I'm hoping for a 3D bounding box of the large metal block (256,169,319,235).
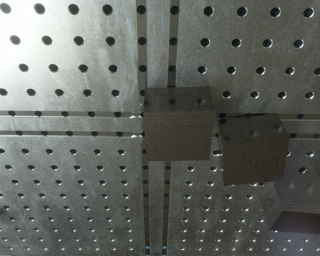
[{"bbox_3d":[0.202,0.109,0.470,0.080,0.080,0.050,7,130,-6],"label":"large metal block"}]

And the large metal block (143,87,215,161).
[{"bbox_3d":[0.022,-0.004,0.392,0.080,0.050,0.080,-1,130,1],"label":"large metal block"}]

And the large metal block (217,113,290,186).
[{"bbox_3d":[0.123,0.031,0.422,0.080,0.050,0.080,-7,130,5],"label":"large metal block"}]
